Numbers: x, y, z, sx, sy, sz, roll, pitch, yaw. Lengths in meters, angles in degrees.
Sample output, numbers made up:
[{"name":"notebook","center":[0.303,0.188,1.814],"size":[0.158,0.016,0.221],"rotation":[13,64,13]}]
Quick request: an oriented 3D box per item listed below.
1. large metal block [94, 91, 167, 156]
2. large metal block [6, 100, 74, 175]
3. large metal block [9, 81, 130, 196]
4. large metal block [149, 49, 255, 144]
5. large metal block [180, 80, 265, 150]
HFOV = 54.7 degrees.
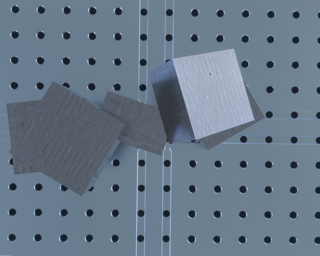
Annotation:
[{"name":"large metal block","center":[-0.029,-0.005,0.385],"size":[0.080,0.080,0.050],"rotation":[19,90,-1]},{"name":"large metal block","center":[-0.141,0.009,0.384],"size":[0.050,0.080,0.079],"rotation":[-6,90,0]},{"name":"large metal block","center":[-0.088,0.010,0.319],"size":[0.080,0.050,0.080],"rotation":[31,90,0]},{"name":"large metal block","center":[0.045,-0.034,0.333],"size":[0.081,0.050,0.080],"rotation":[-16,91,-29]},{"name":"large metal block","center":[0.073,-0.027,0.402],"size":[0.080,0.050,0.080],"rotation":[-30,90,0]}]
